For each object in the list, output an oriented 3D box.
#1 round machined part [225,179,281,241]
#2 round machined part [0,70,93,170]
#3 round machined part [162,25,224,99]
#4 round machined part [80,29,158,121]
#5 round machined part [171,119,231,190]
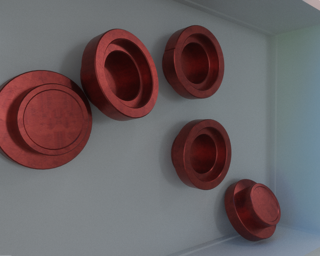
[{"bbox_3d":[0.155,0.128,0.499,0.099,0.042,0.098,21,51,-27],"label":"round machined part"},{"bbox_3d":[-0.110,-0.008,0.303,0.099,0.042,0.097,0,90,-40],"label":"round machined part"},{"bbox_3d":[0.042,-0.088,0.430,0.099,0.042,0.097,0,90,-40],"label":"round machined part"},{"bbox_3d":[-0.048,-0.056,0.344,0.099,0.042,0.098,17,68,-50],"label":"round machined part"},{"bbox_3d":[0.055,0.036,0.441,0.099,0.042,0.097,0,90,-40],"label":"round machined part"}]
